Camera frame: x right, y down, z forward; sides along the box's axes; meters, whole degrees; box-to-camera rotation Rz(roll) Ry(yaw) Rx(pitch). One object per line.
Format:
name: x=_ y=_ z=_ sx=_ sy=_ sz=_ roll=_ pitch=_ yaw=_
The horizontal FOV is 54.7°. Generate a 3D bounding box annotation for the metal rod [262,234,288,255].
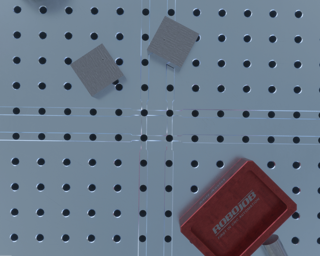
metal rod: x=0.215 y=0.282 z=0.414 sx=0.025 sy=0.025 sz=0.299 roll=-27 pitch=90 yaw=0

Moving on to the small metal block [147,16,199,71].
small metal block: x=0.017 y=-0.112 z=0.413 sx=0.050 sy=0.025 sz=0.050 roll=28 pitch=90 yaw=0

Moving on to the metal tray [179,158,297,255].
metal tray: x=0.101 y=0.116 z=0.411 sx=0.130 sy=0.030 sz=0.090 roll=-45 pitch=90 yaw=0

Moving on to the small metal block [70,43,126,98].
small metal block: x=-0.081 y=-0.075 z=0.413 sx=0.050 sy=0.025 sz=0.050 roll=-34 pitch=90 yaw=0
